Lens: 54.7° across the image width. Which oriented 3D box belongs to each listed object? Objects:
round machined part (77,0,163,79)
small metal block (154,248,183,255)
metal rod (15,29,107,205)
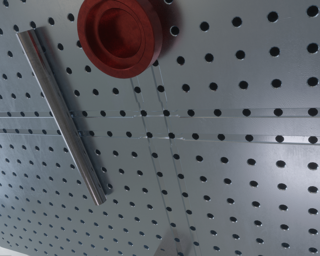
[{"bbox_3d":[-0.041,-0.110,0.354,0.098,0.042,0.097,13,124,21],"label":"round machined part"},{"bbox_3d":[0.009,0.246,0.542,0.050,0.050,0.025,7,121,24],"label":"small metal block"},{"bbox_3d":[-0.146,-0.003,0.486,0.025,0.025,0.298,-3,117,29],"label":"metal rod"}]
